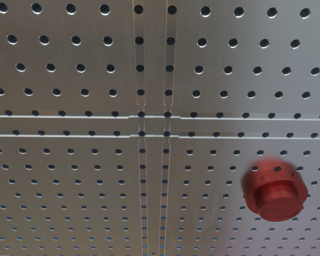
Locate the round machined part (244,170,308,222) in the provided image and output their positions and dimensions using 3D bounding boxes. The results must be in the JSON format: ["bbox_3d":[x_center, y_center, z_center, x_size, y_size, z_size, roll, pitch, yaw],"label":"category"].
[{"bbox_3d":[0.190,0.116,0.502,0.099,0.042,0.097,-1,130,0],"label":"round machined part"}]
